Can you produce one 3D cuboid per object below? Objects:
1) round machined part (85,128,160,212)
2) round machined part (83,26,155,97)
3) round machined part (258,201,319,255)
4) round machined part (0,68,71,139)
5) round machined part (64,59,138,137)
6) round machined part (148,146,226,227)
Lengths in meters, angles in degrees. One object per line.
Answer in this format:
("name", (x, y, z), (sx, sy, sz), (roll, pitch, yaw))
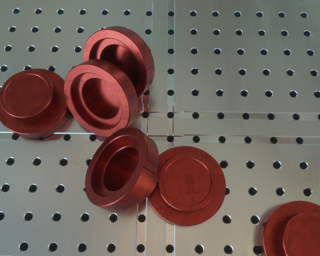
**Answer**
("round machined part", (-0.039, 0.052, 0.366), (0.098, 0.042, 0.098), (-25, 45, 29))
("round machined part", (-0.050, -0.086, 0.415), (0.098, 0.097, 0.042), (31, 37, 10))
("round machined part", (0.168, 0.133, 0.355), (0.099, 0.042, 0.098), (0, 70, 0))
("round machined part", (-0.171, -0.038, 0.416), (0.099, 0.042, 0.098), (0, 70, 0))
("round machined part", (-0.070, -0.041, 0.398), (0.098, 0.097, 0.042), (31, 38, 10))
("round machined part", (0.032, 0.068, 0.378), (0.099, 0.042, 0.098), (0, 70, 0))
